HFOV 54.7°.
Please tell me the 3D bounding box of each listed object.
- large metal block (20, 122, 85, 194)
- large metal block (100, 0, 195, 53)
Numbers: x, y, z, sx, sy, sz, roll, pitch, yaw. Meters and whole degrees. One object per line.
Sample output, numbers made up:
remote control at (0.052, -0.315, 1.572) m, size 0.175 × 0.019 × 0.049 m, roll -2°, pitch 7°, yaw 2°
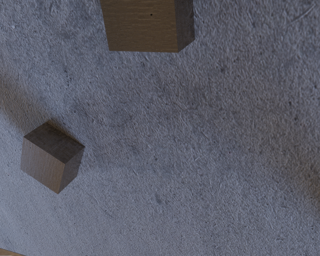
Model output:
large metal block at (-0.181, 0.050, 0.517) m, size 0.080 × 0.050 × 0.079 m, roll 31°, pitch 129°, yaw 8°
large metal block at (-0.012, -0.125, 0.320) m, size 0.080 × 0.050 × 0.079 m, roll 8°, pitch 122°, yaw 24°
